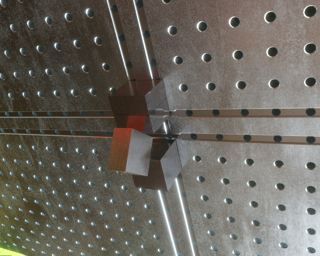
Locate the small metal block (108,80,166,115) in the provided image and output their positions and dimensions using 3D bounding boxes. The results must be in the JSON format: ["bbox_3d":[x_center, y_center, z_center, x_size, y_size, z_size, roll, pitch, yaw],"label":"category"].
[{"bbox_3d":[-0.027,-0.038,0.383,0.050,0.050,0.025,2,119,27],"label":"small metal block"}]

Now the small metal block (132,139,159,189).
[{"bbox_3d":[-0.017,0.049,0.433,0.025,0.050,0.050,1,119,27],"label":"small metal block"}]

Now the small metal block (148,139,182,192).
[{"bbox_3d":[0.005,0.050,0.420,0.025,0.050,0.050,1,119,27],"label":"small metal block"}]

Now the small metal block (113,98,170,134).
[{"bbox_3d":[-0.022,-0.016,0.394,0.050,0.050,0.025,2,119,27],"label":"small metal block"}]

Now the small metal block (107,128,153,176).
[{"bbox_3d":[-0.035,0.030,0.377,0.025,0.050,0.050,1,77,28],"label":"small metal block"}]
